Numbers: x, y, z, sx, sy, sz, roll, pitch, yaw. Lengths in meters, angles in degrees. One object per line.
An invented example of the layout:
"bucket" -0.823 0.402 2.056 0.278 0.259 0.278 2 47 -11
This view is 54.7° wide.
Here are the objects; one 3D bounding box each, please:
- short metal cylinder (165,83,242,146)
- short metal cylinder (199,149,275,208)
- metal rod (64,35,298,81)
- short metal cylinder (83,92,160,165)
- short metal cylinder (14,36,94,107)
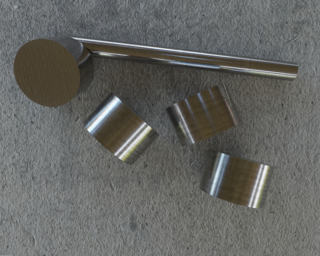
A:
"short metal cylinder" 0.053 -0.016 0.383 0.080 0.080 0.050 -24 90 0
"short metal cylinder" 0.094 0.061 0.383 0.080 0.080 0.050 15 90 0
"metal rod" 0.028 -0.092 0.409 0.302 0.025 0.025 7 90 0
"short metal cylinder" -0.047 0.000 0.382 0.080 0.080 0.050 42 90 0
"short metal cylinder" -0.129 -0.071 0.383 0.080 0.050 0.079 2 111 7
